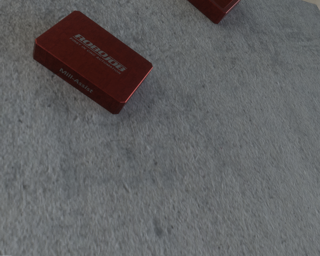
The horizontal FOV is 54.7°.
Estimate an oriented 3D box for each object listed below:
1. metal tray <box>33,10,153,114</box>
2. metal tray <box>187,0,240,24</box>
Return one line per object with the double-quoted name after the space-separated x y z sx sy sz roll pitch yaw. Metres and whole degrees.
-0.085 -0.088 0.410 0.130 0.030 0.090 35 51 -5 "metal tray"
0.114 -0.274 0.631 0.090 0.030 0.131 41 51 -1 "metal tray"
